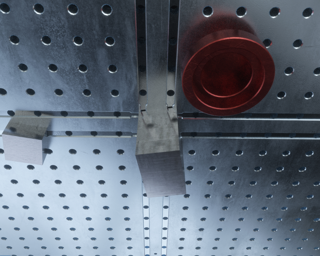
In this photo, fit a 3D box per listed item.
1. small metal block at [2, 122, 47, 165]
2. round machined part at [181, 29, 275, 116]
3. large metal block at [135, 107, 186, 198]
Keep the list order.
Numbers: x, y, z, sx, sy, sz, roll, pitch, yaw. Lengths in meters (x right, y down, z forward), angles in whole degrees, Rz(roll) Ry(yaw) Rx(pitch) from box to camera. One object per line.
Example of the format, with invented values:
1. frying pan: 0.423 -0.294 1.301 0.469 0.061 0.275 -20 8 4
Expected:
1. small metal block: -0.185 0.022 0.429 0.050 0.025 0.050 10 130 -9
2. round machined part: 0.073 -0.064 0.347 0.099 0.042 0.097 0 130 0
3. large metal block: 0.003 0.032 0.402 0.050 0.080 0.080 -7 130 5
